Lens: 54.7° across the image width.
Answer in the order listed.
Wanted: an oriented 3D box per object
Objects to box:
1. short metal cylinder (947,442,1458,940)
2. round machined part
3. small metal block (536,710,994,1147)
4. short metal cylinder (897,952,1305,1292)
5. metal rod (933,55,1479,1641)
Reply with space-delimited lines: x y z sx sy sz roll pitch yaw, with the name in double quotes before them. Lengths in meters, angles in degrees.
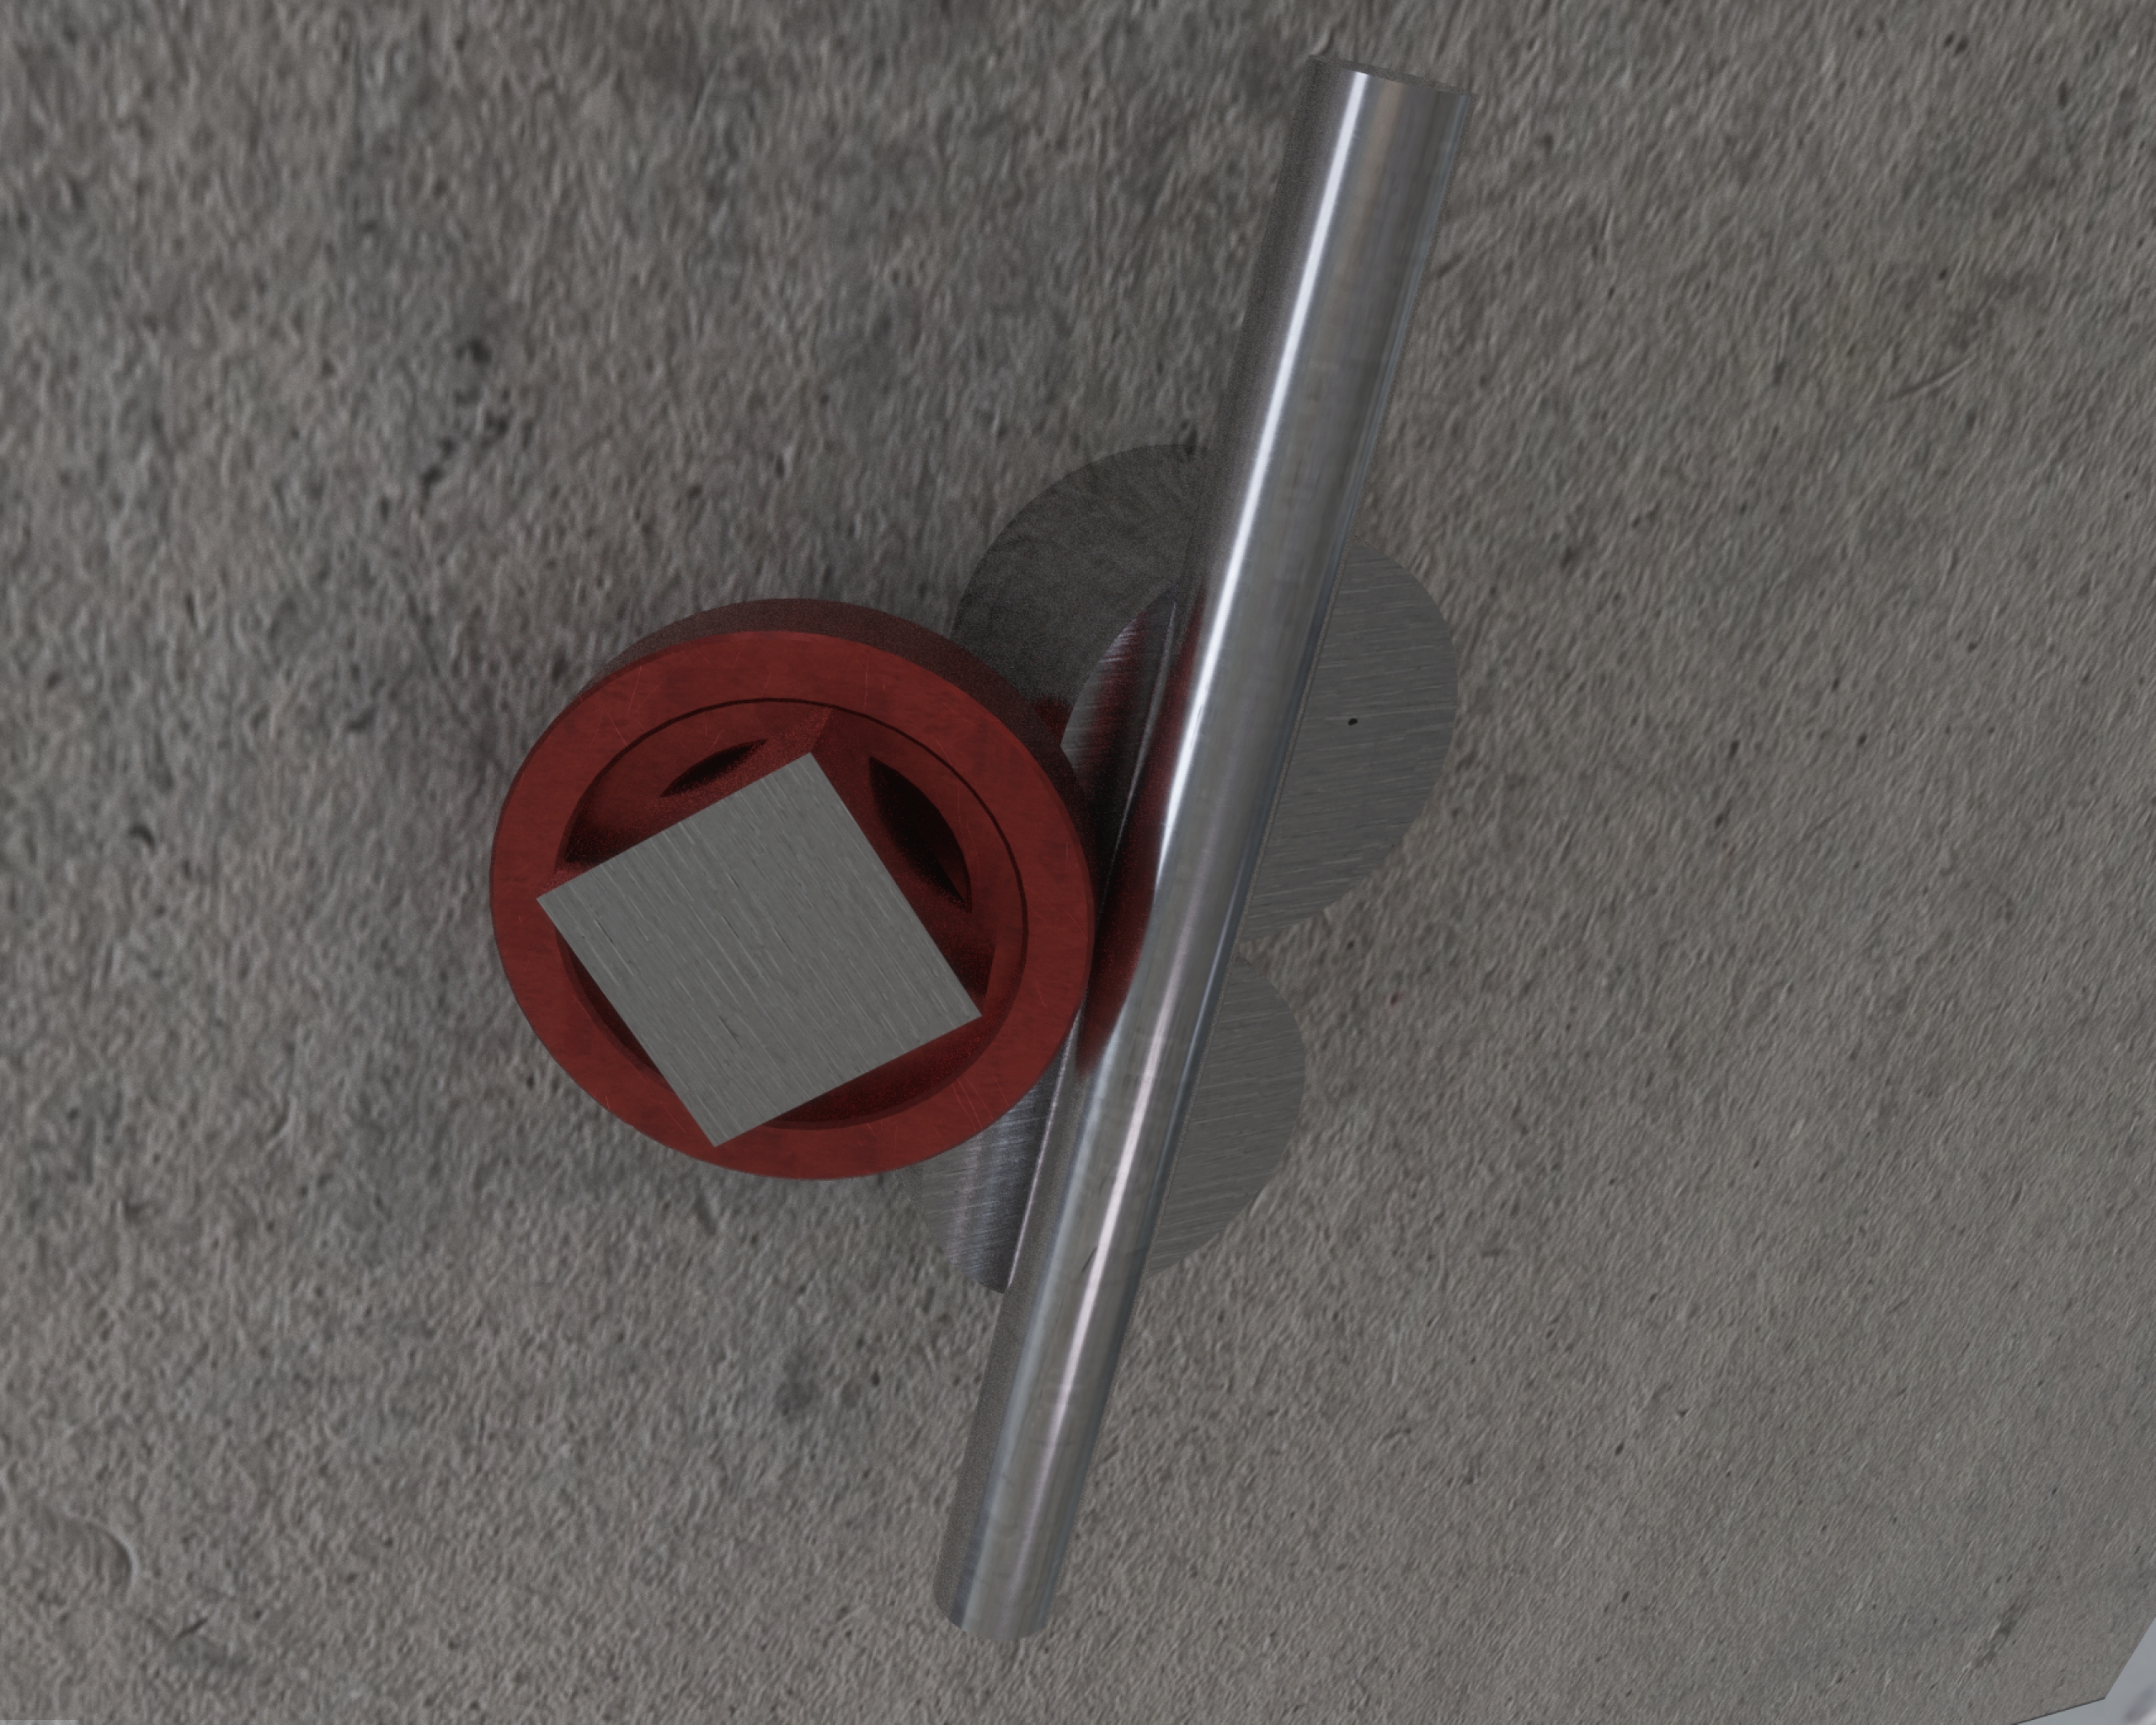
"short metal cylinder" 0.022 -0.031 0.385 0.081 0.050 0.079 -14 124 -21
"round machined part" -0.046 0.002 0.357 0.099 0.042 0.097 1 112 2
"small metal block" -0.049 0.010 0.335 0.050 0.025 0.050 -27 108 13
"short metal cylinder" -0.002 0.039 0.415 0.081 0.050 0.079 -14 123 -21
"metal rod" 0.014 0.018 0.363 0.025 0.025 0.298 -1 119 -28
